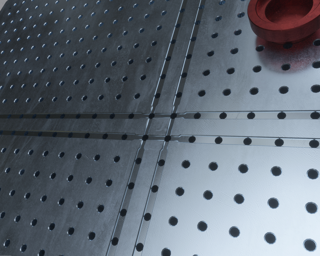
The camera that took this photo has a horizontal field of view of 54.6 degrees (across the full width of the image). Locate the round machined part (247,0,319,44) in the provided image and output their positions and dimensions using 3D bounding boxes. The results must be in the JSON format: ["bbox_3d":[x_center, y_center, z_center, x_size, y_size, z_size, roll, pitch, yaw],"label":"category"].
[{"bbox_3d":[0.167,-0.148,0.401,0.098,0.042,0.098,-13,56,21],"label":"round machined part"}]
